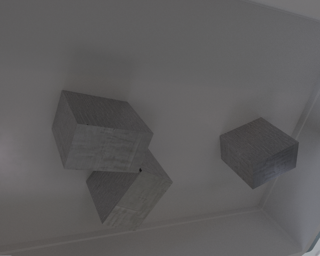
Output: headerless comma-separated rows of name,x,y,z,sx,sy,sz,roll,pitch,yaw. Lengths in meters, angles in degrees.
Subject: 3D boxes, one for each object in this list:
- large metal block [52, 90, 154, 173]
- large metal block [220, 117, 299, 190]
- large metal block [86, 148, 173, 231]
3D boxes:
large metal block,-0.066,0.004,0.339,0.081,0.080,0.050,8,114,-32
large metal block,0.150,0.036,0.477,0.081,0.080,0.050,-22,127,-15
large metal block,-0.042,0.068,0.392,0.050,0.080,0.080,28,103,-38
